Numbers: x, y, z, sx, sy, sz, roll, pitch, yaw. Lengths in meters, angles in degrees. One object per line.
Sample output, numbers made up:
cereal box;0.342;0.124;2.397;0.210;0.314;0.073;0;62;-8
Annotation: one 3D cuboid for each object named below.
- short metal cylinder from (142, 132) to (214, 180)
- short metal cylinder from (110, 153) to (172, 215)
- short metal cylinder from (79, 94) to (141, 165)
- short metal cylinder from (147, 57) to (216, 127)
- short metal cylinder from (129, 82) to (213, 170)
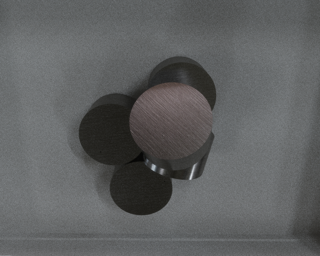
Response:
short metal cylinder;0.022;0.022;0.390;0.081;0.080;0.050;13;110;-5
short metal cylinder;-0.024;0.070;0.421;0.081;0.050;0.079;0;110;-1
short metal cylinder;-0.057;0.001;0.395;0.081;0.050;0.079;0;110;-1
short metal cylinder;0.025;-0.044;0.380;0.081;0.050;0.079;0;110;-1
short metal cylinder;0.013;0.000;0.322;0.080;0.050;0.080;-2;70;6
